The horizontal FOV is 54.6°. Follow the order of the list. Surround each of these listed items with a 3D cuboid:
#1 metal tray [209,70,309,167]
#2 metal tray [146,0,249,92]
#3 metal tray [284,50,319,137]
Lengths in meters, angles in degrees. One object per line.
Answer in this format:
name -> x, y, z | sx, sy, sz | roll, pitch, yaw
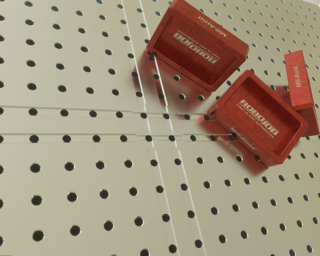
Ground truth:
metal tray -> 0.152, -0.015, 0.477 | 0.130, 0.030, 0.090 | 43, 69, 1
metal tray -> 0.055, -0.121, 0.468 | 0.130, 0.090, 0.030 | 32, 52, -8
metal tray -> 0.249, -0.061, 0.544 | 0.090, 0.030, 0.130 | 48, 39, -43
